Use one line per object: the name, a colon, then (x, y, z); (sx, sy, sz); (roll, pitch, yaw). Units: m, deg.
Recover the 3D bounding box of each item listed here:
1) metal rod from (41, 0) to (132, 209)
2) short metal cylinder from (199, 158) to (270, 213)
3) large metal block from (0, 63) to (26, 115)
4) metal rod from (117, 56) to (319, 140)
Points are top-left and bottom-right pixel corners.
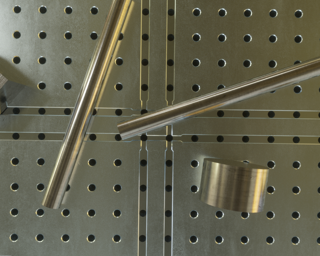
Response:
metal rod: (-0.096, -0.039, 0.412); (0.025, 0.025, 0.299); (19, 90, 0)
short metal cylinder: (0.092, 0.069, 0.387); (0.080, 0.080, 0.050); (8, 90, 0)
large metal block: (-0.240, -0.054, 0.399); (0.080, 0.050, 0.080); (41, 90, 0)
metal rod: (0.090, -0.042, 0.413); (0.302, 0.025, 0.025); (-18, 90, 0)
